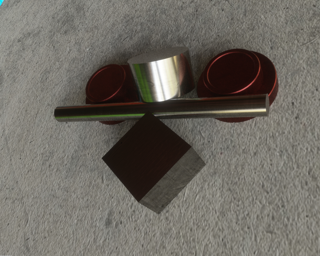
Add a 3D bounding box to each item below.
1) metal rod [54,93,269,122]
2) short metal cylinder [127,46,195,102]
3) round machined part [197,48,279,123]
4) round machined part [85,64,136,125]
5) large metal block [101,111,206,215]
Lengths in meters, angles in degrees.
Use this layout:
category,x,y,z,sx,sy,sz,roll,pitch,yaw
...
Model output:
category,x,y,z,sx,sy,sz,roll,pitch,yaw
metal rod,-0.018,-0.023,0.401,0.300,0.025,0.025,-1,61,27
short metal cylinder,0.003,-0.072,0.408,0.080,0.050,0.080,-11,23,5
round machined part,0.092,-0.058,0.382,0.098,0.042,0.098,-13,56,21
round machined part,-0.072,-0.057,0.466,0.098,0.042,0.098,-13,56,21
large metal block,-0.008,0.039,0.366,0.080,0.050,0.080,-46,51,-4
